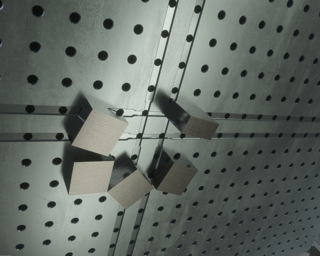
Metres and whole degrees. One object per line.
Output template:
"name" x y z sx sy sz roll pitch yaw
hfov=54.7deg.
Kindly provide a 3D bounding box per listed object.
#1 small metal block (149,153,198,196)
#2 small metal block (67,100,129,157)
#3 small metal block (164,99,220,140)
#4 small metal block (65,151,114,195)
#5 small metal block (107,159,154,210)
"small metal block" 0.021 0.071 0.469 0.050 0.025 0.050 22 107 -37
"small metal block" -0.075 0.001 0.372 0.050 0.025 0.050 23 106 -37
"small metal block" 0.042 -0.011 0.413 0.050 0.050 0.025 14 111 -34
"small metal block" -0.091 0.057 0.398 0.050 0.025 0.050 1 118 -30
"small metal block" -0.045 0.080 0.438 0.050 0.025 0.050 -37 130 -4
